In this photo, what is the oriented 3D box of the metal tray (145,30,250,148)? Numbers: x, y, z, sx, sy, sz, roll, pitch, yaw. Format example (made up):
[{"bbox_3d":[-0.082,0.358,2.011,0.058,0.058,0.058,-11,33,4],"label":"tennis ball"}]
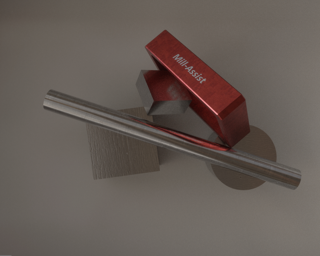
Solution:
[{"bbox_3d":[0.043,-0.044,0.353,0.030,0.090,0.130,-41,61,-1],"label":"metal tray"}]

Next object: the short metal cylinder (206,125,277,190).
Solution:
[{"bbox_3d":[0.101,0.035,0.399,0.081,0.050,0.079,0,90,-1],"label":"short metal cylinder"}]

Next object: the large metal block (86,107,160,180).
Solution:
[{"bbox_3d":[-0.045,0.018,0.397,0.081,0.050,0.080,-8,90,-1],"label":"large metal block"}]

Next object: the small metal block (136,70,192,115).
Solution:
[{"bbox_3d":[0.004,-0.044,0.376,0.050,0.025,0.050,-4,54,-27],"label":"small metal block"}]

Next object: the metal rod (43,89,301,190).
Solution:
[{"bbox_3d":[0.015,0.014,0.359,0.302,0.025,0.025,18,90,-1],"label":"metal rod"}]
